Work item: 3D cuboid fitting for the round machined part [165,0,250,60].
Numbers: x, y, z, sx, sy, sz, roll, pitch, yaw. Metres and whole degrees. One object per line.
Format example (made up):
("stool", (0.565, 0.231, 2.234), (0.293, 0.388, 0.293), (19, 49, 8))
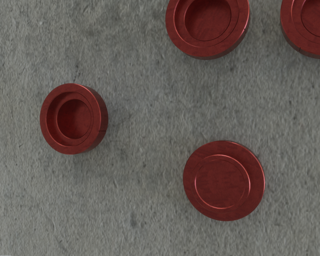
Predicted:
("round machined part", (0.060, -0.132, 0.378), (0.098, 0.042, 0.097), (0, 90, 19))

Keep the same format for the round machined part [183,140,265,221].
("round machined part", (0.075, 0.064, 0.373), (0.098, 0.042, 0.097), (0, 90, 19))

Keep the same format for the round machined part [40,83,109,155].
("round machined part", (-0.116, -0.012, 0.440), (0.098, 0.042, 0.097), (0, 90, 19))

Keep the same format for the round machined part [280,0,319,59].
("round machined part", (0.183, -0.123, 0.336), (0.098, 0.042, 0.097), (0, 90, 19))
